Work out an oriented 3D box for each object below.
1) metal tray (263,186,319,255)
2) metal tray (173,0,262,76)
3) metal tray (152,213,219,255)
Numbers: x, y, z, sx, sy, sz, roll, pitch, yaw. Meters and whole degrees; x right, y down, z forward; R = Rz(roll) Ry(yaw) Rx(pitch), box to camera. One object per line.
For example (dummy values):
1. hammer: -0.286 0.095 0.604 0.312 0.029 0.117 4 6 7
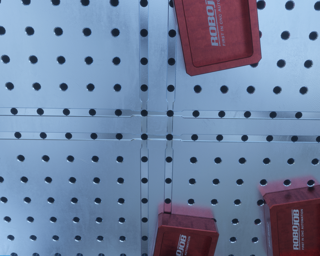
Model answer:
1. metal tray: 0.210 0.156 0.469 0.090 0.030 0.129 -10 110 3
2. metal tray: 0.064 -0.134 0.361 0.090 0.030 0.129 -11 110 4
3. metal tray: 0.033 0.200 0.484 0.091 0.030 0.129 8 110 -3
